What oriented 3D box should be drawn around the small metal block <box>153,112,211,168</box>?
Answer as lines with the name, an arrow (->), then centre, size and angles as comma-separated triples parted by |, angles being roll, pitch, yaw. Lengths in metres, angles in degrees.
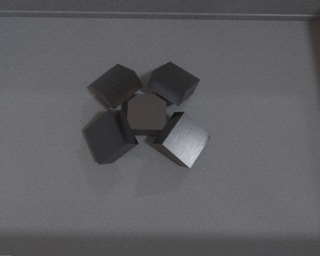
small metal block -> 0.028, 0.015, 0.390 | 0.050, 0.025, 0.050 | 42, 72, -22

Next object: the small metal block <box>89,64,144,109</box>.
small metal block -> -0.059, -0.057, 0.414 | 0.050, 0.025, 0.050 | -41, 38, -13

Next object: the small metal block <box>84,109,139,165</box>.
small metal block -> -0.062, 0.012, 0.390 | 0.050, 0.025, 0.050 | -37, 70, 27

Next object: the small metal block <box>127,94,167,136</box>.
small metal block -> -0.017, -0.017, 0.413 | 0.050, 0.025, 0.050 | 2, 70, 0

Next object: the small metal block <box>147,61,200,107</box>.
small metal block -> 0.019, -0.061, 0.417 | 0.050, 0.025, 0.050 | 33, 36, 11
